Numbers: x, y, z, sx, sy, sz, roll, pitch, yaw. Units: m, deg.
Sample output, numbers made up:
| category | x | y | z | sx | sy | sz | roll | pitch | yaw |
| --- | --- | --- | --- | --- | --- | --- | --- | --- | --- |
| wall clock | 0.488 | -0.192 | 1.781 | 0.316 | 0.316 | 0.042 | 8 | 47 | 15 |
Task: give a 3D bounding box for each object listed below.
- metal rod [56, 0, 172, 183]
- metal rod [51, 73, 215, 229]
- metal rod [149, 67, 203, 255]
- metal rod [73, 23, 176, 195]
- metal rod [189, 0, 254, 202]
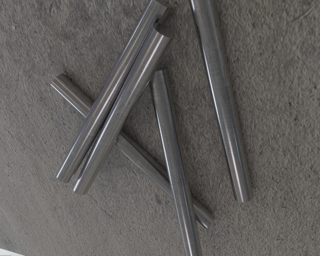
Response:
| category | x | y | z | sx | sy | sz | roll | pitch | yaw |
| --- | --- | --- | --- | --- | --- | --- | --- | --- | --- |
| metal rod | -0.073 | -0.029 | 0.401 | 0.025 | 0.025 | 0.298 | 38 | 121 | 3 |
| metal rod | -0.037 | 0.034 | 0.447 | 0.300 | 0.025 | 0.025 | 43 | 129 | -2 |
| metal rod | 0.025 | 0.070 | 0.412 | 0.025 | 0.025 | 0.298 | -2 | 110 | 29 |
| metal rod | -0.061 | -0.001 | 0.405 | 0.025 | 0.025 | 0.298 | 37 | 128 | 4 |
| metal rod | 0.068 | -0.042 | 0.344 | 0.025 | 0.025 | 0.298 | -3 | 117 | 30 |
